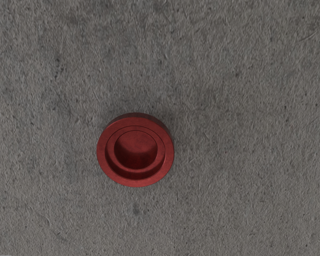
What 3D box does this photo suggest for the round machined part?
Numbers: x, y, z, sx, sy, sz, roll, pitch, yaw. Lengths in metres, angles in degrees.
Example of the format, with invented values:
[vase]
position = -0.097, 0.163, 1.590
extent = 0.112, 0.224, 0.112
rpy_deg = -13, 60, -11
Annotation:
[round machined part]
position = -0.031, 0.026, 0.410
extent = 0.099, 0.042, 0.097
rpy_deg = 0, 110, 0
